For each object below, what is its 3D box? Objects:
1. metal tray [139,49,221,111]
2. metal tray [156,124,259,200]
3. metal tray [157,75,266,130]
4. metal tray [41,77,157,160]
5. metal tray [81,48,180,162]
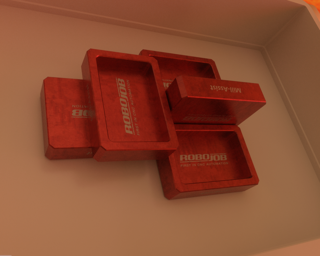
[{"bbox_3d":[0.033,-0.065,0.460,0.131,0.030,0.090,1,61,-28],"label":"metal tray"},{"bbox_3d":[0.061,0.041,0.409,0.131,0.030,0.090,1,62,-28],"label":"metal tray"},{"bbox_3d":[0.062,-0.026,0.412,0.131,0.090,0.030,1,62,-28],"label":"metal tray"},{"bbox_3d":[-0.069,-0.012,0.369,0.131,0.030,0.090,0,62,-29],"label":"metal tray"},{"bbox_3d":[-0.037,-0.028,0.359,0.091,0.030,0.130,1,61,-28],"label":"metal tray"}]
